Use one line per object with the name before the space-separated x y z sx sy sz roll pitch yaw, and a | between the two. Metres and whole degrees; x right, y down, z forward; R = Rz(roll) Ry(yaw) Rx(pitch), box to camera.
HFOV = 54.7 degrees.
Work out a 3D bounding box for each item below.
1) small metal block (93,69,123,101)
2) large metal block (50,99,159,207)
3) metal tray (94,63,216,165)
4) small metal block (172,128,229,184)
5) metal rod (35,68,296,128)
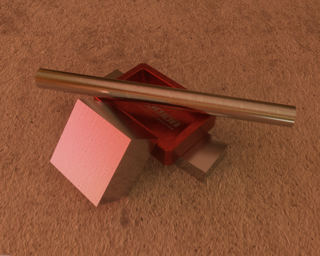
small metal block | -0.064 -0.053 0.448 0.050 0.025 0.050 37 59 26
large metal block | -0.062 0.024 0.337 0.080 0.080 0.050 35 17 26
metal tray | -0.007 -0.023 0.387 0.130 0.030 0.090 36 58 26
small metal block | 0.047 0.031 0.379 0.050 0.025 0.050 31 56 23
metal rod | 0.000 -0.037 0.364 0.302 0.025 0.025 9 51 7
